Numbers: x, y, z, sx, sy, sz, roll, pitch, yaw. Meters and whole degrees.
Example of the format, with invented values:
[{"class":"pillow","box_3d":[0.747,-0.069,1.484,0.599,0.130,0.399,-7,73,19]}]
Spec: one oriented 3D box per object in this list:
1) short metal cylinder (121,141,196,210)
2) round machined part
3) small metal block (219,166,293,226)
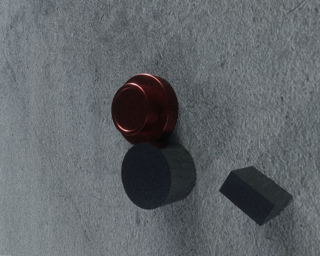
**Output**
[{"class":"short metal cylinder","box_3d":[-0.002,0.057,0.389,0.080,0.050,0.079,0,90,39]},{"class":"round machined part","box_3d":[-0.027,-0.024,0.414,0.098,0.042,0.097,0,90,39]},{"class":"small metal block","box_3d":[0.096,0.065,0.309,0.050,0.050,0.025,40,114,32]}]
